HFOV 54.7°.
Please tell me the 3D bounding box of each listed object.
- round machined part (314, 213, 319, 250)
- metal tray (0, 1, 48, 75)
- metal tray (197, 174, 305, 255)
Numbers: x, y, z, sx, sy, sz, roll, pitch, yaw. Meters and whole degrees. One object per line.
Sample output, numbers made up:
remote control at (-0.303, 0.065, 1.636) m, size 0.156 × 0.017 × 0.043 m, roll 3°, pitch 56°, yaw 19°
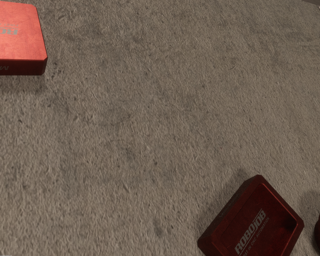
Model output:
round machined part at (0.262, 0.158, 0.441) m, size 0.099 × 0.042 × 0.098 m, roll 14°, pitch 56°, yaw -21°
metal tray at (-0.205, -0.105, 0.354) m, size 0.131 × 0.030 × 0.090 m, roll -6°, pitch 65°, yaw -31°
metal tray at (0.117, 0.130, 0.386) m, size 0.090 × 0.030 × 0.131 m, roll 49°, pitch 51°, yaw 6°
